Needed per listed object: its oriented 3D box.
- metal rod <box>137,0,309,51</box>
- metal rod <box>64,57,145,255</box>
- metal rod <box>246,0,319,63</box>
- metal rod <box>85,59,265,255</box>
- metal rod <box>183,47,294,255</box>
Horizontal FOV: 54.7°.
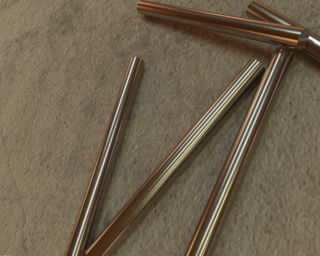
[{"bbox_3d":[0.066,-0.157,0.450,0.300,0.025,0.025,30,78,41],"label":"metal rod"},{"bbox_3d":[-0.068,0.029,0.420,0.025,0.025,0.300,0,61,28],"label":"metal rod"},{"bbox_3d":[0.200,-0.073,0.343,0.025,0.025,0.300,-38,51,2],"label":"metal rod"},{"bbox_3d":[0.023,0.035,0.368,0.300,0.025,0.025,-49,52,-7],"label":"metal rod"},{"bbox_3d":[0.084,0.037,0.336,0.025,0.025,0.300,16,70,34],"label":"metal rod"}]
